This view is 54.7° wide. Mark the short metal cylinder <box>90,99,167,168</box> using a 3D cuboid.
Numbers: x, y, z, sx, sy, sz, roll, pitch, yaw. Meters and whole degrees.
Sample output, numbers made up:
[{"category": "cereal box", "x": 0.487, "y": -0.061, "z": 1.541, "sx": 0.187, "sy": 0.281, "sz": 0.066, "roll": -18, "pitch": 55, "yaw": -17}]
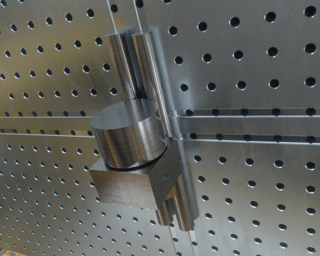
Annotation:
[{"category": "short metal cylinder", "x": -0.036, "y": 0.004, "z": 0.368, "sx": 0.080, "sy": 0.080, "sz": 0.050, "roll": 1, "pitch": 119, "yaw": 27}]

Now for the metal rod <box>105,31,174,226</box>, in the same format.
[{"category": "metal rod", "x": -0.022, "y": 0.018, "z": 0.434, "sx": 0.025, "sy": 0.025, "sz": 0.298, "roll": 1, "pitch": 119, "yaw": 27}]

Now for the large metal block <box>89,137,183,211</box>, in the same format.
[{"category": "large metal block", "x": -0.026, "y": 0.052, "z": 0.388, "sx": 0.080, "sy": 0.080, "sz": 0.050, "roll": 1, "pitch": 119, "yaw": 27}]

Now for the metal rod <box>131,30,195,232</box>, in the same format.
[{"category": "metal rod", "x": 0.010, "y": 0.022, "z": 0.419, "sx": 0.025, "sy": 0.025, "sz": 0.298, "roll": 1, "pitch": 119, "yaw": 27}]

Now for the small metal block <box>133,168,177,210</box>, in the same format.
[{"category": "small metal block", "x": -0.011, "y": 0.077, "z": 0.418, "sx": 0.050, "sy": 0.050, "sz": 0.025, "roll": -19, "pitch": 116, "yaw": -13}]
